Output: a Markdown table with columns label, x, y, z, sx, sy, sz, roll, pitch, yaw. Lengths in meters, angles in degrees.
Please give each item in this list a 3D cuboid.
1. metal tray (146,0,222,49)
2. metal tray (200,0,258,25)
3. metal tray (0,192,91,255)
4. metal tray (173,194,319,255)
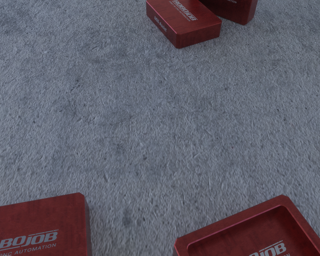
| label | x | y | z | sx | sy | sz | roll | pitch | yaw |
| --- | --- | --- | --- | --- | --- | --- | --- | --- | --- |
| metal tray | 0.041 | -0.204 | 0.571 | 0.091 | 0.030 | 0.130 | -21 | 53 | -17 |
| metal tray | 0.118 | -0.258 | 0.578 | 0.130 | 0.090 | 0.030 | 31 | 57 | 23 |
| metal tray | -0.135 | 0.119 | 0.299 | 0.131 | 0.030 | 0.090 | -9 | 51 | -8 |
| metal tray | 0.089 | 0.128 | 0.292 | 0.131 | 0.030 | 0.090 | -18 | 52 | -15 |
